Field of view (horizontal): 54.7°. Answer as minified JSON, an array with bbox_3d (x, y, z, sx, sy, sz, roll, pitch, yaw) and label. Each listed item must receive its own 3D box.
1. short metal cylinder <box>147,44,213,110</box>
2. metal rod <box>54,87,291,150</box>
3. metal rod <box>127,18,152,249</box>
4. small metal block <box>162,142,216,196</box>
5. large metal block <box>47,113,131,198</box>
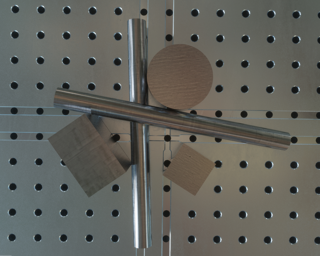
[{"bbox_3d":[0.024,-0.062,0.401,0.081,0.050,0.079,0,90,-1],"label":"short metal cylinder"},{"bbox_3d":[0.022,-0.009,0.395,0.302,0.025,0.025,11,90,-8],"label":"metal rod"},{"bbox_3d":[-0.027,0.007,0.413,0.025,0.025,0.298,-2,90,-1],"label":"metal rod"},{"bbox_3d":[0.038,0.054,0.415,0.050,0.025,0.050,33,90,-1],"label":"small metal block"},{"bbox_3d":[-0.082,0.030,0.384,0.050,0.080,0.080,-35,90,0],"label":"large metal block"}]
